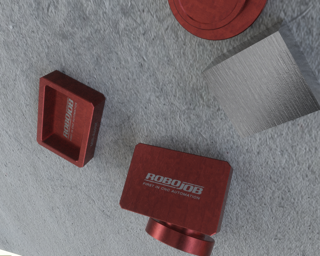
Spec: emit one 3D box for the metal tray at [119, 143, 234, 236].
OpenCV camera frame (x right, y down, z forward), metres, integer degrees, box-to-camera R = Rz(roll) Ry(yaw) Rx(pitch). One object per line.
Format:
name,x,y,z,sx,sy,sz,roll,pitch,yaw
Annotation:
metal tray,0.021,0.076,0.403,0.130,0.030,0.090,11,79,22

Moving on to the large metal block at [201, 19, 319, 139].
large metal block,0.102,-0.047,0.308,0.080,0.050,0.080,-25,105,36

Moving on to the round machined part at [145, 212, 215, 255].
round machined part,0.032,0.143,0.444,0.098,0.098,0.042,20,81,3

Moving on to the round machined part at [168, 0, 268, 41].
round machined part,0.050,-0.130,0.288,0.098,0.042,0.097,13,124,20

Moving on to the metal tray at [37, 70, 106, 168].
metal tray,-0.138,-0.011,0.467,0.090,0.030,0.129,28,128,10
